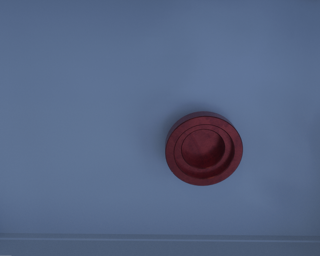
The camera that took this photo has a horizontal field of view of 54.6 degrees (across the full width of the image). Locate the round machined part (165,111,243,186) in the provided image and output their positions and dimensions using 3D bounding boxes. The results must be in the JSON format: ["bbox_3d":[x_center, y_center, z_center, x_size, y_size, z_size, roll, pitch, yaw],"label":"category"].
[{"bbox_3d":[0.056,0.024,0.411,0.099,0.042,0.097,0,110,0],"label":"round machined part"}]
